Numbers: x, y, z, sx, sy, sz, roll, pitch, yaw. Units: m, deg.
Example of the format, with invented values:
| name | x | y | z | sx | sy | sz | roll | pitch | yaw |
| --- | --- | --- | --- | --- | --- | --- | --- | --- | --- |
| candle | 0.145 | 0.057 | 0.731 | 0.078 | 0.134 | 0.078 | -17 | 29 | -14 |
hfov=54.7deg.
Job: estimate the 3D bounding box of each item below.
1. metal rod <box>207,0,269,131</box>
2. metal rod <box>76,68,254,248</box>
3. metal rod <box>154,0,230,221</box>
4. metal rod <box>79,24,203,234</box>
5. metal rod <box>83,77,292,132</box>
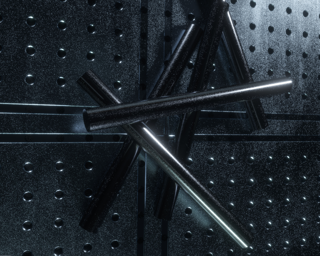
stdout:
| name | x | y | z | sx | sy | sz | roll | pitch | yaw |
| --- | --- | --- | --- | --- | --- | --- | --- | --- | --- |
| metal rod | 0.099 | -0.138 | 0.450 | 0.025 | 0.025 | 0.298 | -24 | 98 | -19 |
| metal rod | 0.014 | 0.045 | 0.387 | 0.300 | 0.025 | 0.025 | 46 | 76 | -11 |
| metal rod | 0.043 | -0.024 | 0.418 | 0.025 | 0.025 | 0.298 | 16 | 89 | -20 |
| metal rod | -0.019 | -0.007 | 0.406 | 0.025 | 0.025 | 0.299 | 31 | 80 | -18 |
| metal rod | 0.055 | -0.036 | 0.393 | 0.303 | 0.025 | 0.025 | -12 | 94 | -27 |
